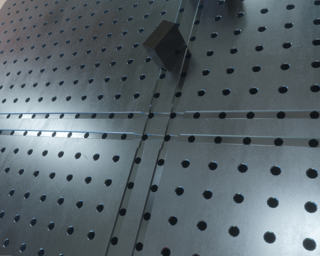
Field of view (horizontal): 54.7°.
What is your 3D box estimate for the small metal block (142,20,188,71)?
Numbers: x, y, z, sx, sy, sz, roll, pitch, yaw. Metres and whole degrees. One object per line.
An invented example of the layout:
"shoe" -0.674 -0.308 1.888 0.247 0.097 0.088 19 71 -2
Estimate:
"small metal block" 0.009 -0.123 0.463 0.025 0.050 0.050 31 79 38
